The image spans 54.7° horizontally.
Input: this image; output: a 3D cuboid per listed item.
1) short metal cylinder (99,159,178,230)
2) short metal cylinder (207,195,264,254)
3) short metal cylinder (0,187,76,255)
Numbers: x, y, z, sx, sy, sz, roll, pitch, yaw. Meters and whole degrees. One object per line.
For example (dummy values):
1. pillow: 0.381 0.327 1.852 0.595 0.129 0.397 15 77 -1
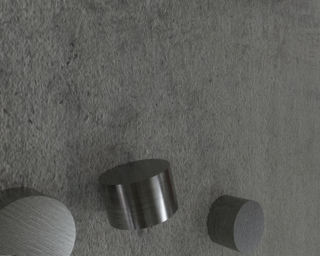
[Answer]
1. short metal cylinder: -0.024 0.071 0.349 0.081 0.080 0.050 -19 103 -38
2. short metal cylinder: 0.121 0.150 0.490 0.081 0.050 0.080 0 90 -40
3. short metal cylinder: -0.126 0.098 0.283 0.081 0.050 0.080 0 90 -40
